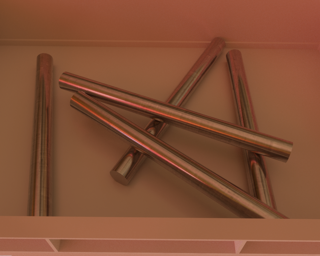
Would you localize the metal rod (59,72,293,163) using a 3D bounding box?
[{"bbox_3d":[0.007,-0.019,0.387,0.301,0.025,0.025,19,52,14],"label":"metal rod"}]

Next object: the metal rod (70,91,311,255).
[{"bbox_3d":[0.013,0.034,0.342,0.300,0.025,0.025,31,56,23],"label":"metal rod"}]

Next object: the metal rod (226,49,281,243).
[{"bbox_3d":[0.116,-0.003,0.409,0.025,0.025,0.300,2,50,1],"label":"metal rod"}]

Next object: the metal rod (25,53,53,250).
[{"bbox_3d":[-0.152,0.003,0.400,0.025,0.025,0.300,-9,51,-8],"label":"metal rod"}]

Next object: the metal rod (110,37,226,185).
[{"bbox_3d":[0.026,-0.043,0.441,0.025,0.025,0.301,23,54,18],"label":"metal rod"}]
